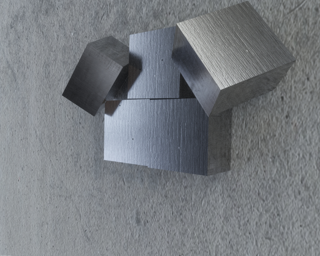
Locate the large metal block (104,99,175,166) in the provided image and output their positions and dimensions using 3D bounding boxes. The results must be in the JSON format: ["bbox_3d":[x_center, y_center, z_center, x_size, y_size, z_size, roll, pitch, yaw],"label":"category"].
[{"bbox_3d":[-0.028,0.004,0.410,0.080,0.050,0.079,2,91,39],"label":"large metal block"}]

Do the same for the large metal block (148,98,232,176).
[{"bbox_3d":[0.034,0.008,0.358,0.080,0.050,0.079,2,91,39],"label":"large metal block"}]

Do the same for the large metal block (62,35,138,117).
[{"bbox_3d":[-0.078,-0.073,0.423,0.050,0.080,0.080,34,116,-3],"label":"large metal block"}]

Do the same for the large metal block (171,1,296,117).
[{"bbox_3d":[0.067,-0.069,0.306,0.080,0.081,0.050,62,164,21],"label":"large metal block"}]

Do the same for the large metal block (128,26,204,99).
[{"bbox_3d":[0.008,-0.075,0.382,0.080,0.050,0.079,4,92,39],"label":"large metal block"}]
